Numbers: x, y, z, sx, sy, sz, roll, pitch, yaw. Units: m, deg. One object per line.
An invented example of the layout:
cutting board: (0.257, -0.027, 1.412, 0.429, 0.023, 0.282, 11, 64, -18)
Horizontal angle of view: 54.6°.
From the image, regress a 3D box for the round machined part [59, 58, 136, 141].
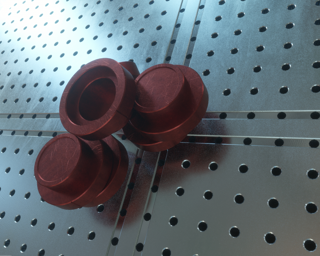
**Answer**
round machined part: (-0.069, -0.031, 0.371, 0.098, 0.042, 0.098, -12, 64, 27)

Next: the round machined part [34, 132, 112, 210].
round machined part: (-0.111, 0.045, 0.374, 0.098, 0.042, 0.098, -13, 56, 21)

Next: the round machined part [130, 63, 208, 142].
round machined part: (0.003, -0.037, 0.364, 0.098, 0.042, 0.098, -13, 55, 20)

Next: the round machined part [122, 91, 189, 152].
round machined part: (-0.007, -0.023, 0.389, 0.098, 0.042, 0.098, -13, 56, 21)

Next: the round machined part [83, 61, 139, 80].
round machined part: (-0.072, -0.054, 0.445, 0.098, 0.098, 0.042, -25, 88, 13)

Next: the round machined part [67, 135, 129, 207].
round machined part: (-0.093, 0.047, 0.392, 0.098, 0.042, 0.098, -13, 56, 21)
